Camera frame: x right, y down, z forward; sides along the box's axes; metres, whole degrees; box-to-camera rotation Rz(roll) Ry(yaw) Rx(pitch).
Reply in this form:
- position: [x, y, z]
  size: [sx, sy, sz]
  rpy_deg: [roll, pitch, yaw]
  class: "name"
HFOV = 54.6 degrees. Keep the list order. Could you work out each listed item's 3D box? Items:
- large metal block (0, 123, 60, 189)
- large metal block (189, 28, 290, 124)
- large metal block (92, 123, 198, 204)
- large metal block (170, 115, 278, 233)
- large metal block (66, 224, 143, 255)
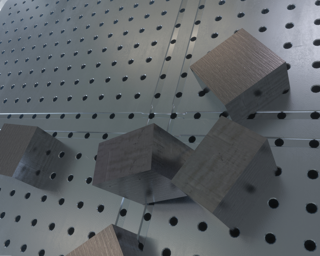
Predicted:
- position: [-0.217, 0.042, 0.482]
  size: [0.080, 0.050, 0.080]
  rpy_deg: [4, 64, 30]
  class: "large metal block"
- position: [0.097, -0.063, 0.380]
  size: [0.080, 0.050, 0.080]
  rpy_deg: [-36, 51, 4]
  class: "large metal block"
- position: [-0.014, 0.044, 0.343]
  size: [0.080, 0.080, 0.050]
  rpy_deg: [-20, 53, 33]
  class: "large metal block"
- position: [0.068, 0.048, 0.308]
  size: [0.050, 0.080, 0.080]
  rpy_deg: [32, 80, 38]
  class: "large metal block"
- position: [-0.056, 0.162, 0.323]
  size: [0.080, 0.050, 0.080]
  rpy_deg: [-35, 51, 5]
  class: "large metal block"
